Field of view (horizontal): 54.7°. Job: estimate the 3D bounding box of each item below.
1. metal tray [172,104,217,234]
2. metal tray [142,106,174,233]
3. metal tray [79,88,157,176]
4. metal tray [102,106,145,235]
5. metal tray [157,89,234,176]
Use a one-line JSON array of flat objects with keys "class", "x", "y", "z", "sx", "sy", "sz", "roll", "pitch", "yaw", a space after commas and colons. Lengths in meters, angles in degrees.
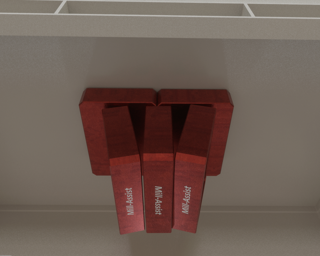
[{"class": "metal tray", "x": 0.039, "y": 0.049, "z": 0.364, "sx": 0.030, "sy": 0.090, "sz": 0.129, "roll": 9, "pitch": 131, "yaw": 11}, {"class": "metal tray", "x": -0.002, "y": 0.050, "z": 0.366, "sx": 0.030, "sy": 0.090, "sz": 0.129, "roll": 0, "pitch": 128, "yaw": 0}, {"class": "metal tray", "x": -0.050, "y": 0.010, "z": 0.410, "sx": 0.091, "sy": 0.030, "sz": 0.129, "roll": 0, "pitch": 130, "yaw": -1}, {"class": "metal tray", "x": -0.042, "y": 0.051, "z": 0.364, "sx": 0.030, "sy": 0.090, "sz": 0.129, "roll": -8, "pitch": 131, "yaw": -10}, {"class": "metal tray", "x": 0.041, "y": 0.010, "z": 0.413, "sx": 0.091, "sy": 0.030, "sz": 0.129, "roll": 0, "pitch": 130, "yaw": -1}]
